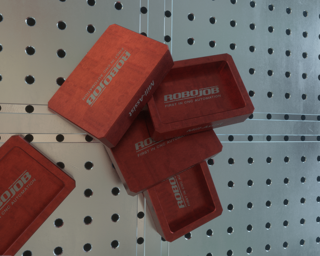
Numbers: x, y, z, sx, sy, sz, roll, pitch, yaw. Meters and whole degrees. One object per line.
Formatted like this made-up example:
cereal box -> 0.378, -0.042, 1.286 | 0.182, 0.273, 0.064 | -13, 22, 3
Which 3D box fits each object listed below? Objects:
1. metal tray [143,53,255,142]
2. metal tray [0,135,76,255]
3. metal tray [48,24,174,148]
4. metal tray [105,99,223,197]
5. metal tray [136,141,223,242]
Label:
metal tray -> 0.042, -0.041, 0.392 | 0.131, 0.030, 0.090 | -12, 70, -16
metal tray -> -0.172, 0.082, 0.346 | 0.090, 0.030, 0.130 | 44, 76, -15
metal tray -> -0.056, -0.053, 0.362 | 0.090, 0.030, 0.130 | 29, 77, 24
metal tray -> 0.002, 0.018, 0.395 | 0.131, 0.030, 0.090 | -23, 76, -19
metal tray -> 0.023, 0.074, 0.419 | 0.091, 0.030, 0.129 | -22, 98, -19
